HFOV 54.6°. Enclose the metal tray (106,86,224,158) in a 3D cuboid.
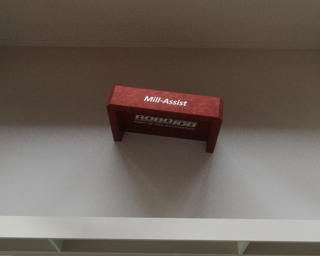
[{"bbox_3d":[0.006,-0.005,0.385,0.131,0.090,0.030,7,55,5],"label":"metal tray"}]
